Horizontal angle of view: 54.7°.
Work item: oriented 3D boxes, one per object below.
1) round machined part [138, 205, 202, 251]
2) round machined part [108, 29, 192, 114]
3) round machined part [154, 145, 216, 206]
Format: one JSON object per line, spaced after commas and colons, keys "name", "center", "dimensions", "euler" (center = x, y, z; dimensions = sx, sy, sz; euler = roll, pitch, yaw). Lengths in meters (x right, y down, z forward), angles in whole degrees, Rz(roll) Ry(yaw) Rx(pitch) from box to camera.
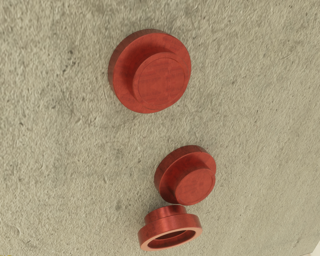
{"name": "round machined part", "center": [0.013, 0.154, 0.483], "dimensions": [0.099, 0.042, 0.098], "euler": [-12, 145, -8]}
{"name": "round machined part", "center": [-0.006, -0.059, 0.355], "dimensions": [0.099, 0.042, 0.097], "euler": [-14, 124, -21]}
{"name": "round machined part", "center": [0.044, 0.078, 0.468], "dimensions": [0.099, 0.042, 0.097], "euler": [-14, 124, -21]}
